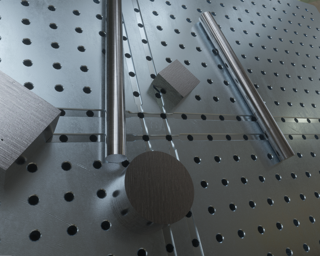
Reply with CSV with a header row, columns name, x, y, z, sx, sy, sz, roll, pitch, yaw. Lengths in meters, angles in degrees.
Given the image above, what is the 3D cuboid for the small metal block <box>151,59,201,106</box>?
name,x,y,z,sx,sy,sz,roll,pitch,yaw
small metal block,0.024,-0.069,0.465,0.050,0.025,0.050,44,51,2

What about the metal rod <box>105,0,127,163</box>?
name,x,y,z,sx,sy,sz,roll,pitch,yaw
metal rod,-0.063,-0.095,0.432,0.025,0.025,0.299,9,58,-24

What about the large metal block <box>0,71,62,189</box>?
name,x,y,z,sx,sy,sz,roll,pitch,yaw
large metal block,-0.160,-0.001,0.307,0.080,0.050,0.080,35,51,-6

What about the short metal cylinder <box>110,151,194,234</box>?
name,x,y,z,sx,sy,sz,roll,pitch,yaw
short metal cylinder,-0.010,0.072,0.344,0.081,0.050,0.080,14,56,-21

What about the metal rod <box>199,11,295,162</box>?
name,x,y,z,sx,sy,sz,roll,pitch,yaw
metal rod,0.144,-0.081,0.537,0.025,0.025,0.299,-12,68,-33
